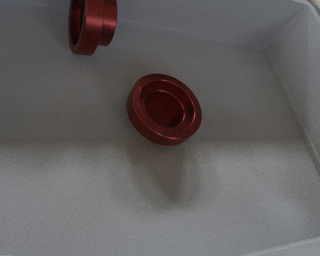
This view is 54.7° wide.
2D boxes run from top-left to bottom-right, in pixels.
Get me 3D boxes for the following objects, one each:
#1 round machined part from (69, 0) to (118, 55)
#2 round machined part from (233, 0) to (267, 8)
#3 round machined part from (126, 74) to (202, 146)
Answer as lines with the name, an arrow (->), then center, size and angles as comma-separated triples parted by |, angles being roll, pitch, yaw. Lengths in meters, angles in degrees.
round machined part -> -0.086, -0.143, 0.399 | 0.042, 0.097, 0.098 | 1, 61, -28
round machined part -> 0.192, -0.306, 0.687 | 0.099, 0.042, 0.098 | 14, 56, -21
round machined part -> 0.002, -0.020, 0.408 | 0.099, 0.042, 0.098 | 14, 56, -21
